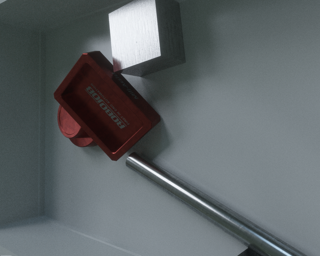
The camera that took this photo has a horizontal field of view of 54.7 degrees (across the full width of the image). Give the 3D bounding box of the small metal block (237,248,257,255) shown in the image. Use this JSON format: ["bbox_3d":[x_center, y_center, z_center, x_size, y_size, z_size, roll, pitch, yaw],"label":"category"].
[{"bbox_3d":[0.093,0.153,0.313,0.025,0.050,0.050,-51,60,28],"label":"small metal block"}]

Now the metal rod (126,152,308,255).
[{"bbox_3d":[0.070,0.100,0.348,0.300,0.025,0.025,27,107,36],"label":"metal rod"}]

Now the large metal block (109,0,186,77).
[{"bbox_3d":[-0.018,-0.118,0.403,0.080,0.050,0.080,-9,84,39],"label":"large metal block"}]

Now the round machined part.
[{"bbox_3d":[-0.128,-0.018,0.499,0.098,0.042,0.097,0,90,39],"label":"round machined part"}]

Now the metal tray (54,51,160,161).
[{"bbox_3d":[-0.074,-0.029,0.427,0.130,0.030,0.090,47,120,0],"label":"metal tray"}]
